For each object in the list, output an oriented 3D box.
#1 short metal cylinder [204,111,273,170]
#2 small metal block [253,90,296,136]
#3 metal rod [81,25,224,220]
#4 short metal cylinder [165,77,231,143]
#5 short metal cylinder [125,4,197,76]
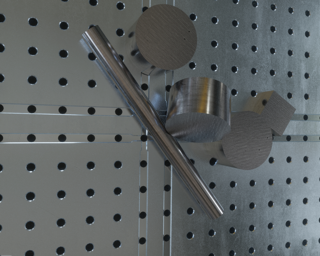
[{"bbox_3d":[0.110,0.017,0.440,0.081,0.050,0.080,0,90,-20],"label":"short metal cylinder"},{"bbox_3d":[0.172,-0.022,0.476,0.050,0.025,0.050,35,79,-17],"label":"small metal block"},{"bbox_3d":[-0.003,0.001,0.411,0.025,0.025,0.299,-38,102,-16],"label":"metal rod"},{"bbox_3d":[0.049,-0.021,0.394,0.081,0.080,0.050,18,61,-19],"label":"short metal cylinder"},{"bbox_3d":[0.000,-0.111,0.399,0.081,0.050,0.080,0,90,-20],"label":"short metal cylinder"}]
